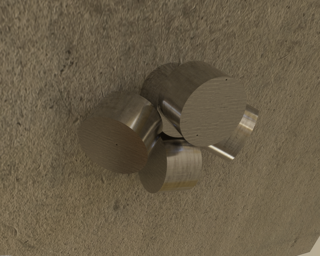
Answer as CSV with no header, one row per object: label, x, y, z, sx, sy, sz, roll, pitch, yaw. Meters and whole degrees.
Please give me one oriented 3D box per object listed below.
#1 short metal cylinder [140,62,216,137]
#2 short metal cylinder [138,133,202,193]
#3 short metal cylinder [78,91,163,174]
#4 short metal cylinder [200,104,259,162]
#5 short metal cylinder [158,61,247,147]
short metal cylinder,0.022,-0.035,0.384,0.081,0.050,0.079,-14,125,-21
short metal cylinder,0.010,0.043,0.405,0.050,0.080,0.079,2,118,-30
short metal cylinder,-0.043,0.005,0.347,0.080,0.050,0.079,12,131,14
short metal cylinder,0.087,-0.002,0.414,0.050,0.080,0.080,29,106,2
short metal cylinder,0.045,-0.027,0.336,0.081,0.050,0.079,-14,125,-21
